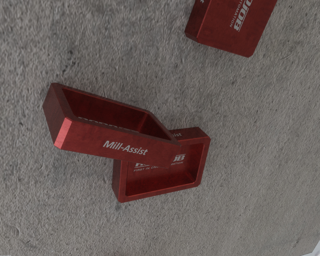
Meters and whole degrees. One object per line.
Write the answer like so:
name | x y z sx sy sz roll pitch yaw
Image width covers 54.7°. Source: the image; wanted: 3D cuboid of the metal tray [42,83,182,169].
metal tray | -0.051 -0.002 0.335 0.131 0.090 0.030 15 111 -35

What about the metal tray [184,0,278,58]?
metal tray | 0.093 -0.155 0.358 0.091 0.030 0.129 6 115 -31

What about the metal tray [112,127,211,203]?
metal tray | 0.002 0.050 0.435 0.131 0.030 0.089 -7 121 -25
